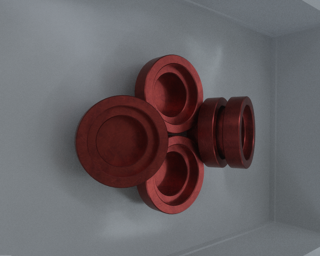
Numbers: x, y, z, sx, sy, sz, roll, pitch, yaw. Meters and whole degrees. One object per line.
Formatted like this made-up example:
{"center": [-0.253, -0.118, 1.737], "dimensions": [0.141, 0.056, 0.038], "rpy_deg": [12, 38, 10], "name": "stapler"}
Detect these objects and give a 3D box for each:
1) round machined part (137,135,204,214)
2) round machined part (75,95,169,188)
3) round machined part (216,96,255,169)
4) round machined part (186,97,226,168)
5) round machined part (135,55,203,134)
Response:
{"center": [0.008, 0.057, 0.400], "dimensions": [0.099, 0.042, 0.097], "rpy_deg": [0, 90, -40], "name": "round machined part"}
{"center": [-0.044, 0.014, 0.343], "dimensions": [0.099, 0.042, 0.097], "rpy_deg": [0, 90, -19], "name": "round machined part"}
{"center": [0.100, 0.006, 0.426], "dimensions": [0.098, 0.042, 0.097], "rpy_deg": [0, 90, -62], "name": "round machined part"}
{"center": [0.070, 0.006, 0.438], "dimensions": [0.098, 0.042, 0.097], "rpy_deg": [2, 87, -62], "name": "round machined part"}
{"center": [0.007, -0.042, 0.398], "dimensions": [0.099, 0.042, 0.097], "rpy_deg": [0, 90, -40], "name": "round machined part"}
